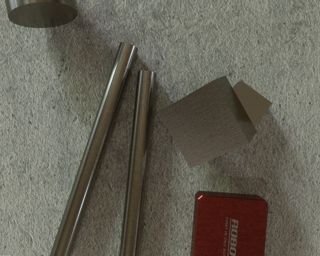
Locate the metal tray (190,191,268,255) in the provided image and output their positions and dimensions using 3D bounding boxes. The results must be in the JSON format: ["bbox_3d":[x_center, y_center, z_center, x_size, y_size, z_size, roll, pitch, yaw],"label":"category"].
[{"bbox_3d":[0.089,0.153,0.409,0.091,0.030,0.129,5,90,-1],"label":"metal tray"}]

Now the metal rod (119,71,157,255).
[{"bbox_3d":[-0.032,0.075,0.409,0.025,0.025,0.298,6,90,-1],"label":"metal rod"}]

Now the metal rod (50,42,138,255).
[{"bbox_3d":[-0.087,0.033,0.408,0.025,0.025,0.298,18,90,-1],"label":"metal rod"}]

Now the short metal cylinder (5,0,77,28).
[{"bbox_3d":[-0.147,-0.162,0.380,0.080,0.080,0.050,-10,90,0],"label":"short metal cylinder"}]

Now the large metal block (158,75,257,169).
[{"bbox_3d":[0.059,-0.008,0.381,0.080,0.050,0.080,-29,91,30],"label":"large metal block"}]

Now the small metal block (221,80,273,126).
[{"bbox_3d":[0.110,-0.027,0.411,0.050,0.025,0.050,36,90,-1],"label":"small metal block"}]
